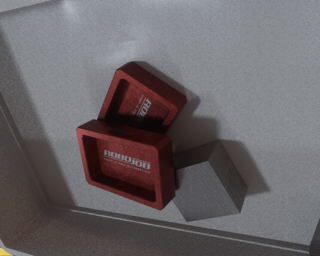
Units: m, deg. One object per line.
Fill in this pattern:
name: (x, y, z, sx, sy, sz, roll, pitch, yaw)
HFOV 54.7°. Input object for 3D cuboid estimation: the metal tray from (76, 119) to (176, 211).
metal tray: (-0.045, 0.044, 0.399, 0.130, 0.030, 0.089, 12, 119, 31)

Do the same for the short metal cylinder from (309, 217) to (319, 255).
short metal cylinder: (0.219, 0.134, 0.351, 0.080, 0.050, 0.079, 22, 131, 28)

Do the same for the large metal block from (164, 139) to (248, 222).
large metal block: (0.056, 0.071, 0.406, 0.080, 0.050, 0.080, -22, 107, 36)

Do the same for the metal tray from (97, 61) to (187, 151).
metal tray: (-0.033, -0.011, 0.414, 0.090, 0.030, 0.129, 34, 129, 5)
